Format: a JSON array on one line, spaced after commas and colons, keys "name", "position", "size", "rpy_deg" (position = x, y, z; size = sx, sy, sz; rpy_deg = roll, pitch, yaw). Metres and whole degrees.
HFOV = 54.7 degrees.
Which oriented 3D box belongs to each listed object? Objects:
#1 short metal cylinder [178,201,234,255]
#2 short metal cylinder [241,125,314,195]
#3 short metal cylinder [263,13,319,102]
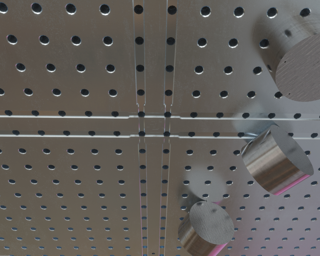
[{"name": "short metal cylinder", "position": [0.077, 0.172, 0.523], "size": [0.081, 0.080, 0.050], "rpy_deg": [15, 128, -13]}, {"name": "short metal cylinder", "position": [0.156, 0.042, 0.414], "size": [0.080, 0.080, 0.050], "rpy_deg": [30, 124, -24]}, {"name": "short metal cylinder", "position": [0.159, -0.075, 0.334], "size": [0.081, 0.050, 0.079], "rpy_deg": [0, 130, 0]}]
